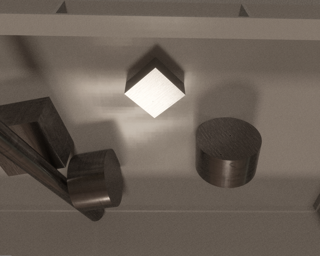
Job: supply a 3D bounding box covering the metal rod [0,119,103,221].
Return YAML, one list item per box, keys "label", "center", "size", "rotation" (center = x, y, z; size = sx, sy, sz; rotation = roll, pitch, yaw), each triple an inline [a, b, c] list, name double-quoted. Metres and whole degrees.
- label: "metal rod"
  center: [-0.139, 0.063, 0.394]
  size: [0.025, 0.025, 0.299]
  rotation: [-10, 146, 8]

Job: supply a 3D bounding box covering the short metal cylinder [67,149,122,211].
- label: "short metal cylinder"
  center: [-0.088, 0.073, 0.434]
  size: [0.050, 0.080, 0.080]
  rotation: [-9, 130, 7]

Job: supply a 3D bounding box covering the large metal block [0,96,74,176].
- label: "large metal block"
  center: [-0.170, 0.012, 0.401]
  size: [0.080, 0.050, 0.080]
  rotation: [-9, 130, 7]

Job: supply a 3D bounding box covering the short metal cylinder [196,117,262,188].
- label: "short metal cylinder"
  center: [0.086, 0.030, 0.400]
  size: [0.080, 0.080, 0.050]
  rotation: [-3, 130, 2]

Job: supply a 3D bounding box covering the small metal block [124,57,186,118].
- label: "small metal block"
  center: [-0.006, -0.047, 0.369]
  size: [0.050, 0.025, 0.050]
  rotation: [-36, 122, 26]
